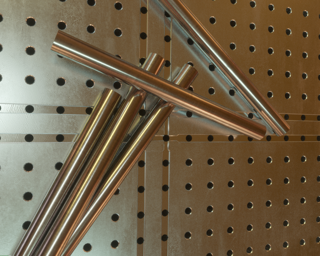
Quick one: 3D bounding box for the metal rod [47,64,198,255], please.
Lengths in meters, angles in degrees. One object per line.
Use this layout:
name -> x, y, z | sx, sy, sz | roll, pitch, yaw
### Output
metal rod -> -0.042, 0.039, 0.397 | 0.025, 0.025, 0.300 | 39, 77, -16

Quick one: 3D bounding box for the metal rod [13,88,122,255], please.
metal rod -> -0.125, 0.087, 0.367 | 0.025, 0.025, 0.299 | 30, 80, -18

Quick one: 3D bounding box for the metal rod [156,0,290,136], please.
metal rod -> 0.089, -0.097, 0.446 | 0.300, 0.025, 0.025 | 44, 76, -15

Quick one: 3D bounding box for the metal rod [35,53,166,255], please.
metal rod -> -0.070, 0.037, 0.375 | 0.025, 0.025, 0.300 | 32, 75, -18

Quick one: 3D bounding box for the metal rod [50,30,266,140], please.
metal rod -> 0.016, -0.044, 0.391 | 0.302, 0.025, 0.025 | 21, 83, -23
